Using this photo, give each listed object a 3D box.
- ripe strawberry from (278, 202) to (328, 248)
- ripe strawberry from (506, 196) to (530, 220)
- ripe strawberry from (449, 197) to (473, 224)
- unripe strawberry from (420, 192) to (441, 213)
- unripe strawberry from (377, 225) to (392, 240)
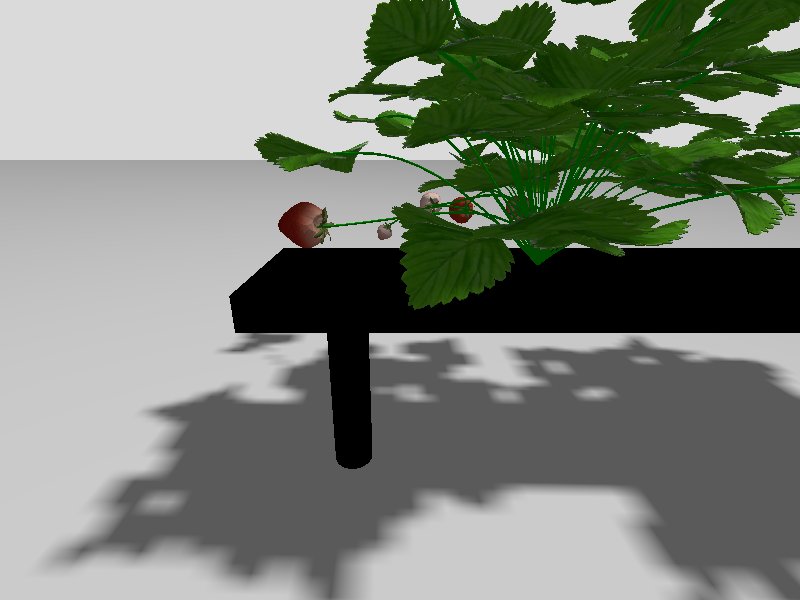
[{"bbox_3d":[-0.105,-0.080,0.425,0.051,0.049,0.047,6,22,17],"label":"ripe strawberry"},{"bbox_3d":[0.171,-0.132,0.572,0.039,0.035,0.036,4,21,10],"label":"ripe strawberry"},{"bbox_3d":[0.084,-0.127,0.563,0.035,0.037,0.037,-4,17,-10],"label":"ripe strawberry"},{"bbox_3d":[0.046,-0.151,0.626,0.034,0.036,0.037,-6,21,-14],"label":"unripe strawberry"},{"bbox_3d":[-0.019,-0.077,0.459,0.017,0.017,0.018,-26,-17,-49],"label":"unripe strawberry"}]
